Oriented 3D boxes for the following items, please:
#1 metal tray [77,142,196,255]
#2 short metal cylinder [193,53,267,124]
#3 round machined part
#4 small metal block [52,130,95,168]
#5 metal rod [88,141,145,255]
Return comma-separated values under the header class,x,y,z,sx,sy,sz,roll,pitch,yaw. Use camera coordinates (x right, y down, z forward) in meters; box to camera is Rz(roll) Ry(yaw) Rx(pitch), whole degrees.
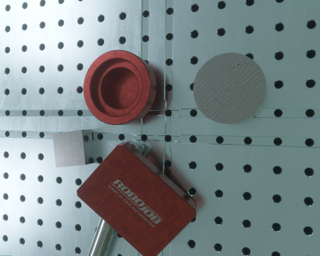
class,x,y,z,sx,sy,sz,roll,pitch,yaw
metal tray,-0.029,0.092,0.400,0.130,0.030,0.090,42,98,1
short metal cylinder,0.085,-0.044,0.369,0.080,0.050,0.079,0,90,19
round machined part,-0.050,-0.053,0.420,0.098,0.042,0.097,0,90,20
small metal block,-0.127,0.030,0.456,0.050,0.025,0.050,-7,88,19
metal rod,-0.083,0.161,0.440,0.025,0.025,0.298,22,97,18
